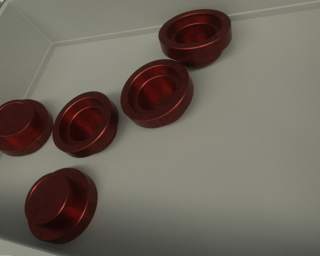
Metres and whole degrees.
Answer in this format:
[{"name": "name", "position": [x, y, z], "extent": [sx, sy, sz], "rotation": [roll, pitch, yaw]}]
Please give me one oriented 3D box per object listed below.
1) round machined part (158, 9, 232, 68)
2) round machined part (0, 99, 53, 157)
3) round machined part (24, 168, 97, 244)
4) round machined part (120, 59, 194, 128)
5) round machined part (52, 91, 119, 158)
[{"name": "round machined part", "position": [0.050, -0.122, 0.432], "extent": [0.098, 0.042, 0.098], "rotation": [-9, 46, 10]}, {"name": "round machined part", "position": [-0.228, -0.007, 0.498], "extent": [0.099, 0.042, 0.098], "rotation": [-3, 60, 5]}, {"name": "round machined part", "position": [-0.135, 0.097, 0.404], "extent": [0.098, 0.042, 0.098], "rotation": [-13, 56, 20]}, {"name": "round machined part", "position": [0.000, -0.042, 0.420], "extent": [0.098, 0.042, 0.098], "rotation": [-13, 56, 20]}, {"name": "round machined part", "position": [-0.102, -0.001, 0.447], "extent": [0.098, 0.042, 0.098], "rotation": [-13, 56, 20]}]
